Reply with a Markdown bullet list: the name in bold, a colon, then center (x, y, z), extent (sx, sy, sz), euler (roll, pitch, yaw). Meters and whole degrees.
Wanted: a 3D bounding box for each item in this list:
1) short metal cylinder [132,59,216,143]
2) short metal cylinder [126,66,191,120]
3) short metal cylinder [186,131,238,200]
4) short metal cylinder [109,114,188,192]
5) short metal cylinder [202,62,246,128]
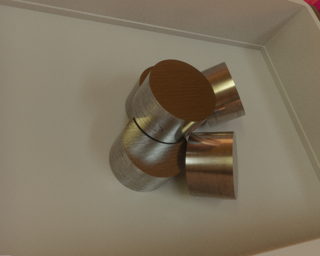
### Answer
- **short metal cylinder**: center (0.015, -0.030, 0.349), extent (0.081, 0.050, 0.080), euler (14, 56, -21)
- **short metal cylinder**: center (0.001, -0.035, 0.411), extent (0.081, 0.050, 0.080), euler (14, 56, -21)
- **short metal cylinder**: center (0.064, 0.044, 0.369), extent (0.050, 0.080, 0.080), euler (-2, 53, 17)
- **short metal cylinder**: center (-0.013, 0.029, 0.365), extent (0.081, 0.050, 0.080), euler (14, 56, -21)
- **short metal cylinder**: center (0.081, -0.046, 0.435), extent (0.080, 0.050, 0.080), euler (-22, 90, -78)
